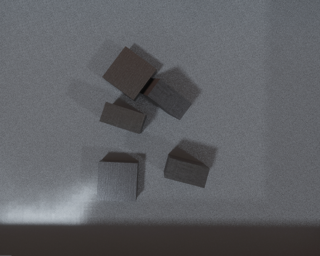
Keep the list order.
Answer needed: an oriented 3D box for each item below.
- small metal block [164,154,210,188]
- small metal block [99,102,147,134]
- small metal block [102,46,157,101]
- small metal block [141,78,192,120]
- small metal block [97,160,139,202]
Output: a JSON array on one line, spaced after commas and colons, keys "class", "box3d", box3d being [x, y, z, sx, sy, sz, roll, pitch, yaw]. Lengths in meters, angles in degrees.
[{"class": "small metal block", "box3d": [0.033, 0.054, 0.399, 0.050, 0.050, 0.025, 15, 90, -1]}, {"class": "small metal block", "box3d": [-0.045, -0.012, 0.398, 0.050, 0.050, 0.025, 18, 90, -1]}, {"class": "small metal block", "box3d": [-0.039, -0.071, 0.411, 0.050, 0.025, 0.050, 37, 90, 0]}, {"class": "small metal block", "box3d": [0.006, -0.038, 0.393, 0.050, 0.050, 0.025, 36, 90, -17]}, {"class": "small metal block", "box3d": [-0.055, 0.069, 0.411, 0.050, 0.025, 0.050, 3, 90, -1]}]
